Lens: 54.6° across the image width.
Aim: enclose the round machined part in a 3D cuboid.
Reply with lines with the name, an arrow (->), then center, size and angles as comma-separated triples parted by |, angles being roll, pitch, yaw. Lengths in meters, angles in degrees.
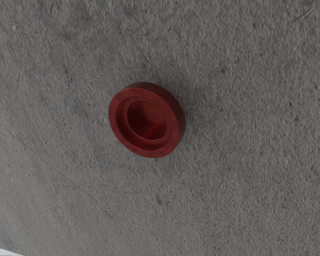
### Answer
round machined part -> -0.013, -0.013, 0.395 | 0.098, 0.042, 0.097 | 13, 124, 21
